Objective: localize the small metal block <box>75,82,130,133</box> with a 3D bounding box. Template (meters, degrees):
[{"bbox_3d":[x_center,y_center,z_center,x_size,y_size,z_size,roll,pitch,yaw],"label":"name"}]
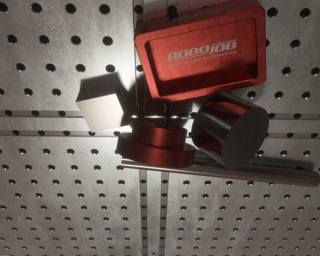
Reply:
[{"bbox_3d":[-0.070,-0.025,0.389,0.050,0.025,0.050,-11,130,9],"label":"small metal block"}]

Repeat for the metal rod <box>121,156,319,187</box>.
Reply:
[{"bbox_3d":[0.094,0.063,0.466,0.302,0.025,0.025,7,130,-7],"label":"metal rod"}]

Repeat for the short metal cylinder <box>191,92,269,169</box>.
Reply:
[{"bbox_3d":[0.085,0.002,0.374,0.081,0.050,0.079,-21,127,-30],"label":"short metal cylinder"}]

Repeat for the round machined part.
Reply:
[{"bbox_3d":[-0.003,0.016,0.389,0.099,0.098,0.042,10,96,-9],"label":"round machined part"}]

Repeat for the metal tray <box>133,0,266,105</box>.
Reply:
[{"bbox_3d":[0.046,-0.080,0.340,0.131,0.030,0.090,-10,130,8],"label":"metal tray"}]
